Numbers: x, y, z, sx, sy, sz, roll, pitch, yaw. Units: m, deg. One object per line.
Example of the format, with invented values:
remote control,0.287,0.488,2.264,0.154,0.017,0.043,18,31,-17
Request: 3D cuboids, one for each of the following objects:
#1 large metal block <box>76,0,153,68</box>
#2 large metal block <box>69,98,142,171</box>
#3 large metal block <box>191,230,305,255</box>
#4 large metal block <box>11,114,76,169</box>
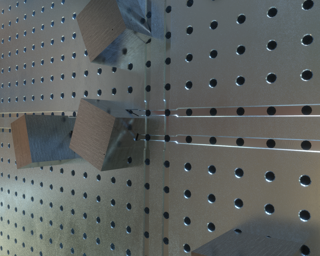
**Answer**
large metal block,-0.068,-0.146,0.447,0.080,0.050,0.080,-32,71,35
large metal block,-0.082,0.008,0.459,0.080,0.050,0.079,28,107,36
large metal block,0.087,0.141,0.301,0.080,0.081,0.050,-3,88,39
large metal block,-0.202,0.023,0.536,0.050,0.081,0.080,-22,77,38
